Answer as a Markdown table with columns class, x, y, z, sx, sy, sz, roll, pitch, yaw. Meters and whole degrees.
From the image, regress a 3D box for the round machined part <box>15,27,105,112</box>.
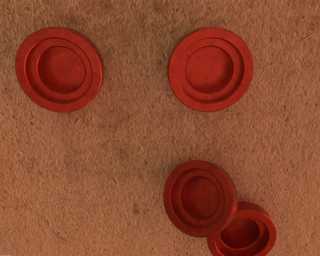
| class | x | y | z | sx | sy | sz | roll | pitch | yaw |
| --- | --- | --- | --- | --- | --- | --- | --- | --- | --- |
| round machined part | -0.116 | -0.071 | 0.373 | 0.099 | 0.042 | 0.097 | 0 | 110 | 0 |

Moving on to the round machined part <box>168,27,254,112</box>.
| class | x | y | z | sx | sy | sz | roll | pitch | yaw |
| --- | --- | --- | --- | --- | --- | --- | --- | --- | --- |
| round machined part | 0.058 | -0.072 | 0.375 | 0.099 | 0.042 | 0.097 | 0 | 110 | 0 |

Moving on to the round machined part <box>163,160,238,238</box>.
| class | x | y | z | sx | sy | sz | roll | pitch | yaw |
| --- | --- | --- | --- | --- | --- | --- | --- | --- | --- |
| round machined part | 0.057 | 0.093 | 0.418 | 0.098 | 0.042 | 0.098 | -5 | 79 | 30 |

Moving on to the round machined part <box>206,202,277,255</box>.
| class | x | y | z | sx | sy | sz | roll | pitch | yaw |
| --- | --- | --- | --- | --- | --- | --- | --- | --- | --- |
| round machined part | 0.115 | 0.149 | 0.455 | 0.099 | 0.042 | 0.097 | -1 | 111 | -2 |
